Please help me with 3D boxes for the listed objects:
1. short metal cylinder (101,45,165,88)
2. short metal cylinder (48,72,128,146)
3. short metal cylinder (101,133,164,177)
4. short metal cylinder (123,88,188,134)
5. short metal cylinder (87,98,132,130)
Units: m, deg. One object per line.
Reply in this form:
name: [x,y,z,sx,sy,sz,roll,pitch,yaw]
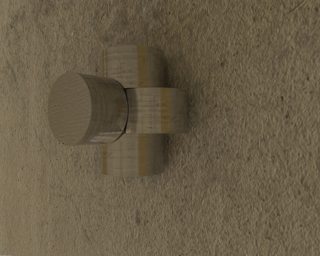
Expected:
short metal cylinder: [-0.034,-0.071,0.397,0.080,0.081,0.050,-2,89,39]
short metal cylinder: [-0.083,-0.021,0.351,0.080,0.050,0.079,0,90,39]
short metal cylinder: [-0.035,0.031,0.397,0.080,0.081,0.050,0,90,39]
short metal cylinder: [-0.007,-0.019,0.374,0.080,0.081,0.050,0,90,39]
short metal cylinder: [-0.069,-0.019,0.425,0.080,0.081,0.050,-1,89,39]
